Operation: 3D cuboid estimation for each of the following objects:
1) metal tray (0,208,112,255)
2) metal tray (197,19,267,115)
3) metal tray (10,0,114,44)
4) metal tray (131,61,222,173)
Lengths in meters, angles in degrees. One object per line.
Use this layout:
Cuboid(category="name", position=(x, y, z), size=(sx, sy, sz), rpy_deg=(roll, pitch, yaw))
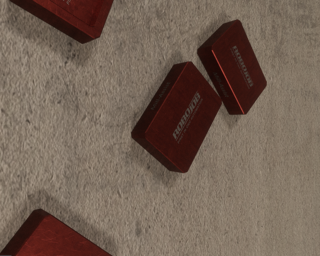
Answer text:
Cuboid(category="metal tray", position=(-0.101, 0.156, 0.318), size=(0.130, 0.030, 0.090), rpy_deg=(48, 61, -29))
Cuboid(category="metal tray", position=(0.122, -0.097, 0.507), size=(0.090, 0.030, 0.130), rpy_deg=(-49, 119, -29))
Cuboid(category="metal tray", position=(-0.089, -0.168, 0.327), size=(0.090, 0.030, 0.130), rpy_deg=(27, 73, -37))
Cuboid(category="metal tray", position=(0.028, -0.015, 0.427), size=(0.090, 0.030, 0.130), rpy_deg=(45, 63, -31))
